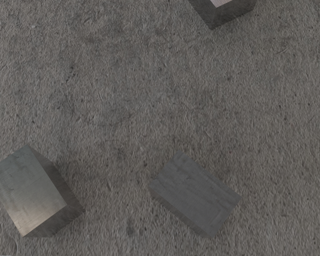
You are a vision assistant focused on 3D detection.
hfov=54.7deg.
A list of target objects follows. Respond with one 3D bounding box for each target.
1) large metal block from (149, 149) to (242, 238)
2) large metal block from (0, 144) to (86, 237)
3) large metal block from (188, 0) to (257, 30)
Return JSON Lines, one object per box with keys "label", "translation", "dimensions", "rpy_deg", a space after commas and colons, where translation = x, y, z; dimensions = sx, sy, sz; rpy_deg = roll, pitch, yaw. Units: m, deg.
{"label": "large metal block", "translation": [0.036, 0.078, 0.351], "dimensions": [0.080, 0.080, 0.050], "rpy_deg": [37, 74, 12]}
{"label": "large metal block", "translation": [-0.137, 0.074, 0.351], "dimensions": [0.050, 0.080, 0.080], "rpy_deg": [-36, 74, -12]}
{"label": "large metal block", "translation": [0.093, -0.210, 0.472], "dimensions": [0.080, 0.050, 0.080], "rpy_deg": [-28, 73, -10]}
